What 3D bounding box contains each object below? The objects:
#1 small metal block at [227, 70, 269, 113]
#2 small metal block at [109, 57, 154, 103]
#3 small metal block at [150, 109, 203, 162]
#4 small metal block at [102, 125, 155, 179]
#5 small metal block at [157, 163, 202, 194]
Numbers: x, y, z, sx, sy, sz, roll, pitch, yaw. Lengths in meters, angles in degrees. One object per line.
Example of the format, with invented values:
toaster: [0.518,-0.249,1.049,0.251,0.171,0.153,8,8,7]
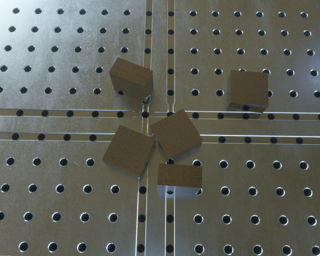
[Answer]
small metal block: [0.121,-0.051,0.431,0.050,0.025,0.050,5,70,2]
small metal block: [-0.037,-0.064,0.422,0.050,0.050,0.025,23,72,8]
small metal block: [0.021,0.010,0.408,0.050,0.025,0.050,-27,72,-10]
small metal block: [-0.039,0.031,0.400,0.050,0.025,0.050,22,71,8]
small metal block: [0.023,0.062,0.376,0.050,0.050,0.025,4,70,1]
